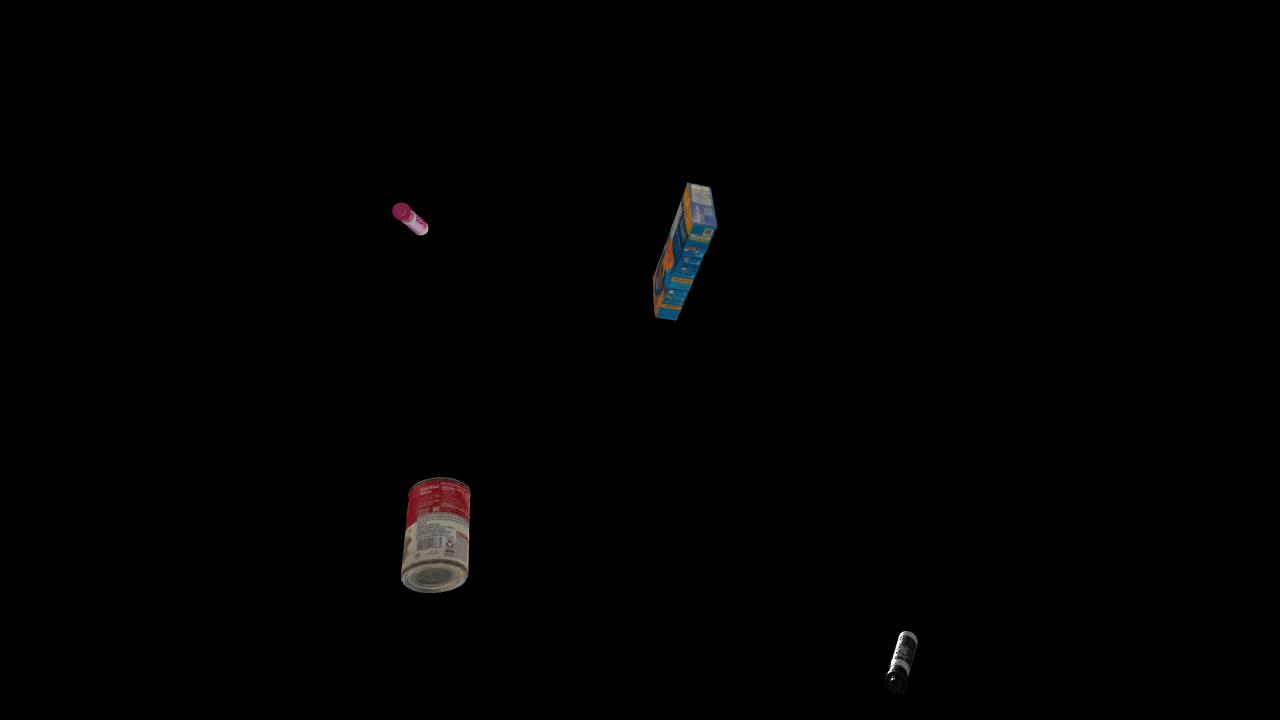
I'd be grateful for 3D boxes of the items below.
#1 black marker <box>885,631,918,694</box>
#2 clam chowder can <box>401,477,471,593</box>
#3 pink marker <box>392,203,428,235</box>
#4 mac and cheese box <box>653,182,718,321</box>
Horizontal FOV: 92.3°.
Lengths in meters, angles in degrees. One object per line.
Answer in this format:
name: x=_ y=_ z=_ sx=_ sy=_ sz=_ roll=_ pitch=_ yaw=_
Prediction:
black marker: x=0.256 y=0.294 z=0.601 sx=0.020 sy=0.020 sz=0.121 roll=0 pitch=-4 yaw=29
clam chowder can: x=-0.217 y=0.187 z=0.660 sx=0.068 sy=0.068 sz=0.102 roll=0 pitch=44 yaw=-15
pink marker: x=-0.260 y=-0.159 z=0.700 sx=0.020 sy=0.020 sz=0.121 roll=0 pitch=3 yaw=-10
mac and cheese box: x=0.060 y=-0.152 z=0.887 sx=0.041 sy=0.093 sz=0.184 roll=7 pitch=-40 yaw=-13
